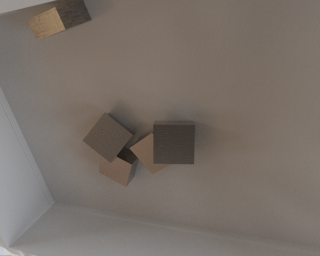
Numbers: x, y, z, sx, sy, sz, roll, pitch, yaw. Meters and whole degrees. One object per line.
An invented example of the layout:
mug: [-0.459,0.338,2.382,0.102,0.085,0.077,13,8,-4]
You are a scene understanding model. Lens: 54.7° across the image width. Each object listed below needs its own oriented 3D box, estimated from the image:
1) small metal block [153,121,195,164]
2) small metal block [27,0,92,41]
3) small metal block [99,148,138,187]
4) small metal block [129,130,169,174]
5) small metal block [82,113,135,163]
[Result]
small metal block: [0.018,0.018,0.390,0.050,0.025,0.050,0,102,2]
small metal block: [-0.121,-0.131,0.376,0.050,0.050,0.025,-8,115,31]
small metal block: [-0.063,0.055,0.476,0.050,0.025,0.050,26,128,12]
small metal block: [-0.005,0.030,0.430,0.050,0.025,0.050,-34,99,38]
small metal block: [-0.071,0.013,0.439,0.050,0.025,0.050,38,94,2]
